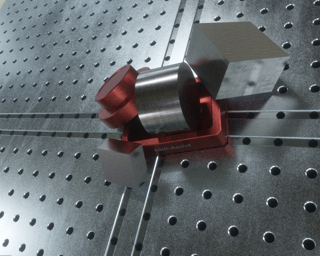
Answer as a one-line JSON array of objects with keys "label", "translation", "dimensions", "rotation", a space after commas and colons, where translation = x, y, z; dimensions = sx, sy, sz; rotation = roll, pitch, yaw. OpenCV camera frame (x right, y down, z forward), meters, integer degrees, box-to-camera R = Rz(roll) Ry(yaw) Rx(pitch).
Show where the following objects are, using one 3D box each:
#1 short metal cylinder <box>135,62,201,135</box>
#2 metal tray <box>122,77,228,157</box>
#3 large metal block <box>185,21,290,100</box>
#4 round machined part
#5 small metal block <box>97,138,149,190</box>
[{"label": "short metal cylinder", "translation": [0.012, -0.033, 0.366], "dimensions": [0.050, 0.080, 0.080], "rotation": [-8, 58, 23]}, {"label": "metal tray", "translation": [0.017, -0.014, 0.402], "dimensions": [0.130, 0.030, 0.090], "rotation": [-10, 57, 22]}, {"label": "large metal block", "translation": [0.087, -0.083, 0.367], "dimensions": [0.081, 0.050, 0.080], "rotation": [-10, 49, -22]}, {"label": "round machined part", "translation": [-0.051, -0.049, 0.425], "dimensions": [0.098, 0.042, 0.098], "rotation": [-36, 26, 21]}, {"label": "small metal block", "translation": [-0.045, 0.043, 0.381], "dimensions": [0.050, 0.050, 0.025], "rotation": [8, 31, 32]}]
